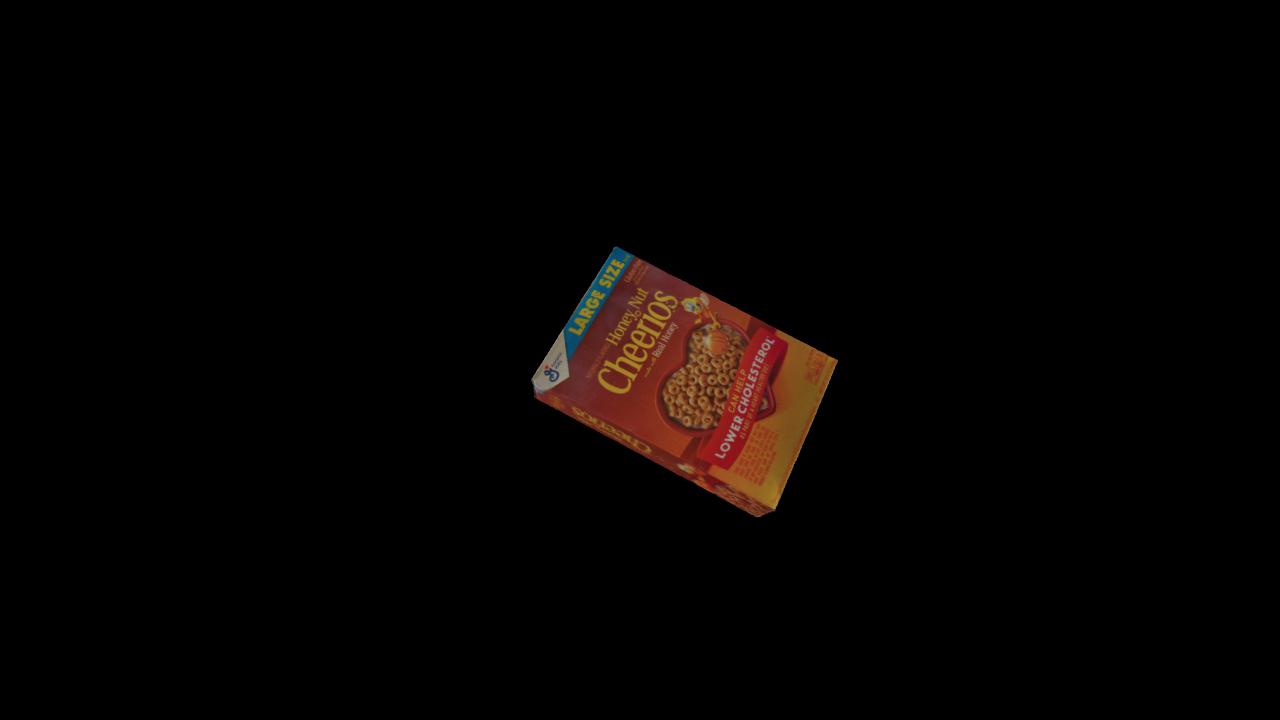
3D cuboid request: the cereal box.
[{"bbox_3d":[0.053,0.022,0.729,0.306,0.203,0.081,28,-22,4],"label":"cereal box"}]
